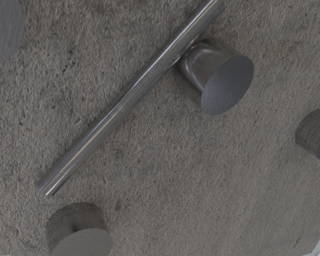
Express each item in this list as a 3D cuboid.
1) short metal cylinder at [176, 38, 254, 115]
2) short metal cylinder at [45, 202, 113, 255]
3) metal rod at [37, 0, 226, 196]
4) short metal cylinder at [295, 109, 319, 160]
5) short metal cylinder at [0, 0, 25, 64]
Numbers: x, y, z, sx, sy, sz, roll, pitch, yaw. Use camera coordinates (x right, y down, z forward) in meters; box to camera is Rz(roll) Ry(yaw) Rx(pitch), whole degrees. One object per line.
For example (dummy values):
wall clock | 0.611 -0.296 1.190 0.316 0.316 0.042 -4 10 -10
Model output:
short metal cylinder | 0.066 -0.062 0.378 0.081 0.050 0.080 -24 139 -23
short metal cylinder | -0.111 0.149 0.423 0.081 0.050 0.079 -14 124 -21
metal rod | -0.037 -0.035 0.365 0.300 0.025 0.025 -47 129 4
short metal cylinder | 0.294 0.012 0.559 0.081 0.050 0.079 -14 124 -21
short metal cylinder | -0.155 -0.093 0.249 0.081 0.050 0.079 -14 124 -21
